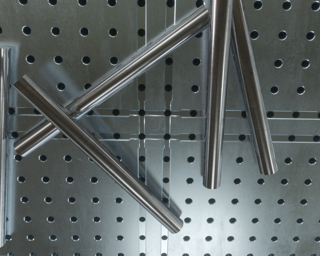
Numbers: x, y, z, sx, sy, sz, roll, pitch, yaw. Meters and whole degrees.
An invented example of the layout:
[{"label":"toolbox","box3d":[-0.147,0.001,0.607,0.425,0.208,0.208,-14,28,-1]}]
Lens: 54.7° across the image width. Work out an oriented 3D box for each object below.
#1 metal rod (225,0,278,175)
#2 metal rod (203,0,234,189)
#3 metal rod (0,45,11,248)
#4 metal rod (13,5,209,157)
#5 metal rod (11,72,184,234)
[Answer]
[{"label":"metal rod","box3d":[0.108,-0.074,0.387,0.025,0.025,0.298,-17,110,5]},{"label":"metal rod","box3d":[0.070,-0.054,0.380,0.025,0.025,0.298,-2,116,0]},{"label":"metal rod","box3d":[-0.222,0.039,0.424,0.025,0.025,0.298,10,110,-4]},{"label":"metal rod","box3d":[-0.066,-0.053,0.392,0.300,0.025,0.025,-34,107,11]},{"label":"metal rod","box3d":[-0.067,0.047,0.411,0.025,0.025,0.300,-37,113,12]}]
